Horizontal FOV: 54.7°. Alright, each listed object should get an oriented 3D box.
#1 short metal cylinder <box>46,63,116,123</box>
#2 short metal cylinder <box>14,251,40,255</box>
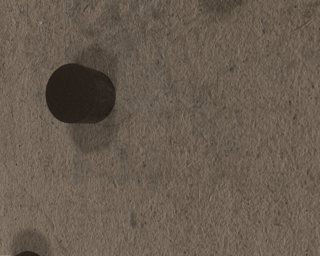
[{"bbox_3d":[-0.110,-0.046,0.433,0.080,0.050,0.079,0,90,19],"label":"short metal cylinder"},{"bbox_3d":[-0.215,0.236,0.470,0.080,0.050,0.079,0,90,19],"label":"short metal cylinder"}]
